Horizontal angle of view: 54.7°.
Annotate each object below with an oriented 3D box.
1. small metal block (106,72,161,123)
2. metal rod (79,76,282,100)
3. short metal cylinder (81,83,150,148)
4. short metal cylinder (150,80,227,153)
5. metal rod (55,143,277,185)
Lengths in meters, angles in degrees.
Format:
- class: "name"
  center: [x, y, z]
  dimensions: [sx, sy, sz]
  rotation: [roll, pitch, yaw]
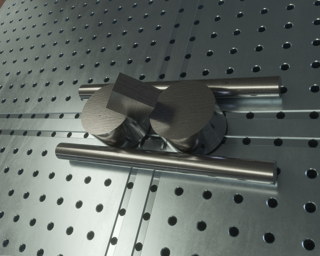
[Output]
- class: "small metal block"
  center: [-0.033, -0.034, 0.367]
  dimensions: [0.050, 0.050, 0.025]
  rotation: [22, 66, -10]
- class: "metal rod"
  center: [0.008, -0.053, 0.432]
  dimensions: [0.300, 0.025, 0.025]
  rotation: [2, 63, 29]
- class: "short metal cylinder"
  center: [-0.061, -0.015, 0.429]
  dimensions: [0.080, 0.050, 0.080]
  rotation: [-13, 56, 21]
- class: "short metal cylinder"
  center: [0.035, -0.011, 0.376]
  dimensions: [0.080, 0.050, 0.080]
  rotation: [-13, 56, 21]
- class: "metal rod"
  center: [-0.014, 0.040, 0.387]
  dimensions: [0.300, 0.025, 0.025]
  rotation: [3, 63, 29]
